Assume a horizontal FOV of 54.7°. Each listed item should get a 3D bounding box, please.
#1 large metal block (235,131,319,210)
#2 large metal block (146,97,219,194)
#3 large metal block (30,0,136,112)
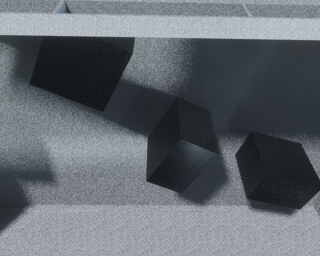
[{"bbox_3d":[0.158,0.057,0.424,0.081,0.080,0.050,14,129,-12],"label":"large metal block"},{"bbox_3d":[0.024,0.022,0.392,0.050,0.080,0.080,23,126,-19],"label":"large metal block"},{"bbox_3d":[-0.081,-0.074,0.328,0.080,0.050,0.080,21,127,-18],"label":"large metal block"}]
